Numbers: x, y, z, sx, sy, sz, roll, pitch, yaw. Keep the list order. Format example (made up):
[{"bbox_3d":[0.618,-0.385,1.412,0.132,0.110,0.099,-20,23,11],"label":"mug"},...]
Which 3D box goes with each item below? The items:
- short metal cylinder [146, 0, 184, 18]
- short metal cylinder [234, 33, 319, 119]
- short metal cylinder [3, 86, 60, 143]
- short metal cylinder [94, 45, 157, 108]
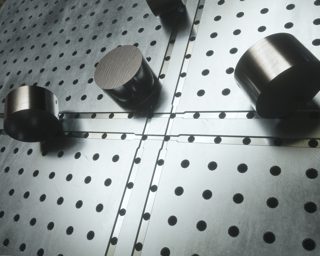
[{"bbox_3d":[0.003,-0.232,0.514,0.050,0.080,0.080,-20,54,17],"label":"short metal cylinder"},{"bbox_3d":[0.130,-0.055,0.339,0.080,0.080,0.050,-30,52,9],"label":"short metal cylinder"},{"bbox_3d":[-0.203,-0.021,0.492,0.080,0.080,0.050,-27,53,11],"label":"short metal cylinder"},{"bbox_3d":[-0.051,-0.077,0.467,0.080,0.050,0.080,-13,56,21],"label":"short metal cylinder"}]
